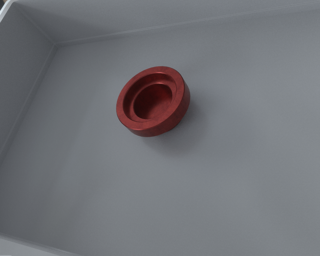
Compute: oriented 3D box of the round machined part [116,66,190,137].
[{"bbox_3d":[-0.006,-0.031,0.414,0.098,0.042,0.098,-13,56,21],"label":"round machined part"}]
